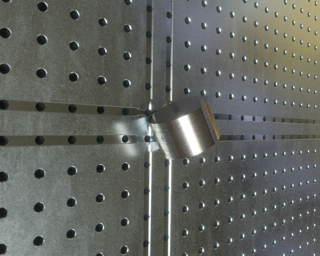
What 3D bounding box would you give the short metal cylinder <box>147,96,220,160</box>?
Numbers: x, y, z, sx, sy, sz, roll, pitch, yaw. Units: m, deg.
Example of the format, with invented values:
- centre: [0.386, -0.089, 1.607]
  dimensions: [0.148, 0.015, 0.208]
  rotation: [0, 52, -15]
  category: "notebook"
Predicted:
- centre: [0.031, -0.002, 0.397]
  dimensions: [0.080, 0.080, 0.050]
  rotation: [-35, 111, -34]
  category: "short metal cylinder"
